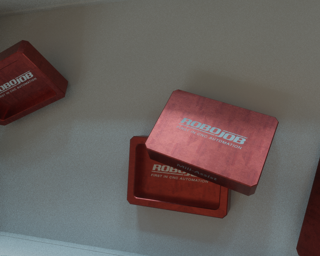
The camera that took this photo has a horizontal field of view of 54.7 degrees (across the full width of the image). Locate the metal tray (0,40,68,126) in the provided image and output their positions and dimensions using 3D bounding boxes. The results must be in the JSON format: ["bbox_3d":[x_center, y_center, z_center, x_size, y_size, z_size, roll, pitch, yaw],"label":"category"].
[{"bbox_3d":[-0.215,-0.061,0.452,0.130,0.090,0.030,-22,45,18],"label":"metal tray"}]

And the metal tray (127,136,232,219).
[{"bbox_3d":[0.025,0.059,0.398,0.130,0.030,0.089,4,91,19],"label":"metal tray"}]

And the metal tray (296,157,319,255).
[{"bbox_3d":[0.194,0.087,0.308,0.030,0.090,0.129,11,95,-20],"label":"metal tray"}]

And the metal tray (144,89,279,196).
[{"bbox_3d":[0.060,0.013,0.363,0.130,0.030,0.090,19,64,19],"label":"metal tray"}]
